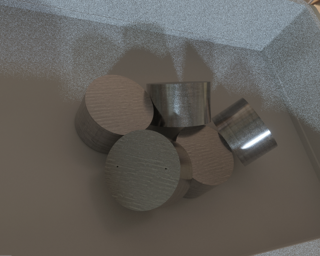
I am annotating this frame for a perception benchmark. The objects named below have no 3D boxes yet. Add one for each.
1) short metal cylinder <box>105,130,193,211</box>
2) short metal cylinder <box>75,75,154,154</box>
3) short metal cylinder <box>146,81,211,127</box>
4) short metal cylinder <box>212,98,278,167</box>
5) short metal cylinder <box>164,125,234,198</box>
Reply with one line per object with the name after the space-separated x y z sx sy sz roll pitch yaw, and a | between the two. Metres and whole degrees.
-0.010 0.045 0.328 0.080 0.080 0.050 66 12 18 | short metal cylinder
-0.055 -0.016 0.368 0.081 0.050 0.080 14 56 -21 | short metal cylinder
0.024 -0.033 0.393 0.081 0.080 0.050 -8 102 -32 | short metal cylinder
0.114 0.006 0.421 0.080 0.050 0.080 53 10 -13 | short metal cylinder
0.044 0.042 0.388 0.081 0.050 0.080 14 56 -21 | short metal cylinder
